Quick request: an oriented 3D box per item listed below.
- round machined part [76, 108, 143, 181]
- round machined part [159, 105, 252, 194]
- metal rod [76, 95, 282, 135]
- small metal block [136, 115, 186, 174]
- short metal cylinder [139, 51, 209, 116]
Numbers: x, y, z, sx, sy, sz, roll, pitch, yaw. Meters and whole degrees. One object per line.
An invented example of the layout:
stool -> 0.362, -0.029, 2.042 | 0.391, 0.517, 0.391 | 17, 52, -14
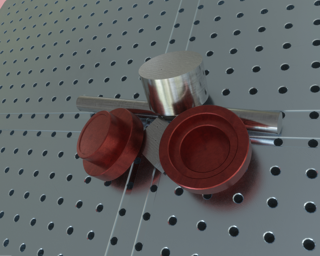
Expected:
round machined part -> -0.071, 0.016, 0.403 | 0.098, 0.042, 0.098 | -28, 45, 33
round machined part -> 0.052, 0.026, 0.346 | 0.098, 0.042, 0.098 | -11, 60, 19
metal rod -> 0.003, -0.022, 0.415 | 0.300, 0.025, 0.025 | 8, 66, 31
small metal block -> 0.001, 0.020, 0.390 | 0.050, 0.025, 0.050 | -45, 51, -3
short metal cylinder -> 0.018, -0.059, 0.395 | 0.080, 0.050, 0.080 | -11, 34, 7
